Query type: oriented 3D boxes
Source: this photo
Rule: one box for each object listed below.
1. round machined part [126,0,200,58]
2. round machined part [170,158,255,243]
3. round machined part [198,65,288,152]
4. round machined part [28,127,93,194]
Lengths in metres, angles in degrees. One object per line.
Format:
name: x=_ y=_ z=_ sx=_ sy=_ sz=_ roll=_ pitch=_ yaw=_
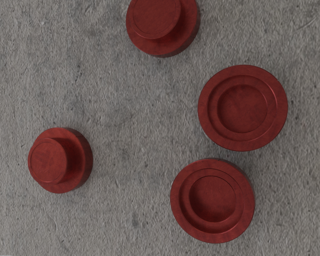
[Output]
round machined part: x=-0.001 y=-0.144 z=0.400 sx=0.098 sy=0.042 sz=0.097 roll=0 pitch=90 yaw=20
round machined part: x=0.065 y=0.084 z=0.377 sx=0.098 sy=0.042 sz=0.097 roll=0 pitch=90 yaw=20
round machined part: x=0.097 y=-0.022 z=0.365 sx=0.098 sy=0.042 sz=0.097 roll=0 pitch=90 yaw=20
round machined part: x=-0.152 y=0.048 z=0.454 sx=0.098 sy=0.042 sz=0.097 roll=0 pitch=90 yaw=20
